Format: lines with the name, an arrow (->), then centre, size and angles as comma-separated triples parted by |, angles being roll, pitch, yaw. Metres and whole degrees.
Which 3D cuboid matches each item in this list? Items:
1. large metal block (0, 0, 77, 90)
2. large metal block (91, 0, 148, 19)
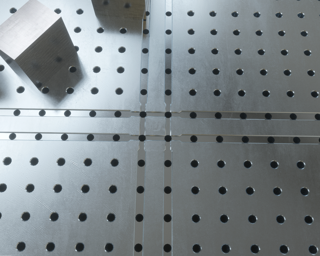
large metal block -> -0.169, -0.112, 0.421 | 0.050, 0.080, 0.080 | 36, 74, 12
large metal block -> -0.058, -0.220, 0.478 | 0.080, 0.050, 0.080 | 5, 70, 1
